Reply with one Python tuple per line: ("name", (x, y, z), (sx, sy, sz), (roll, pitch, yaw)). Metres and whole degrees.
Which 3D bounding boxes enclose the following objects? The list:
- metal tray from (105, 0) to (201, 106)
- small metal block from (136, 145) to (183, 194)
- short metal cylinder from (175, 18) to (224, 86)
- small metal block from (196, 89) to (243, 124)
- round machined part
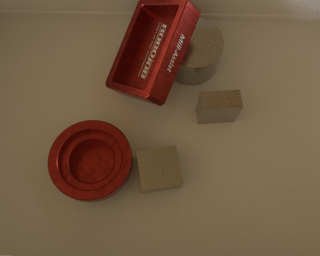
("metal tray", (-0.012, -0.101, 0.400), (0.090, 0.030, 0.129), (21, 88, 43))
("small metal block", (-0.001, 0.052, 0.390), (0.050, 0.025, 0.050), (-9, 70, -4))
("short metal cylinder", (0.045, -0.107, 0.436), (0.081, 0.050, 0.080), (0, 70, 0))
("small metal block", (0.076, -0.027, 0.407), (0.050, 0.050, 0.025), (-4, 70, -2))
("round machined part", (-0.083, 0.043, 0.384), (0.099, 0.042, 0.098), (0, 70, -1))
